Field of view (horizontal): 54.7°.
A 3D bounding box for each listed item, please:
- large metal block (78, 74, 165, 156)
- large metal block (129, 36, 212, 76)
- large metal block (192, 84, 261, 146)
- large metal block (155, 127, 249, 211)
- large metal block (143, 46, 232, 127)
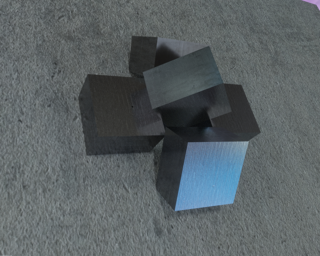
[{"bbox_3d":[-0.048,-0.015,0.373,0.081,0.050,0.080,-1,62,-29],"label":"large metal block"},{"bbox_3d":[0.011,-0.096,0.429,0.081,0.080,0.050,-1,106,-29],"label":"large metal block"},{"bbox_3d":[0.084,-0.017,0.444,0.081,0.050,0.080,0,62,-29],"label":"large metal block"},{"bbox_3d":[0.047,0.044,0.362,0.081,0.079,0.050,1,18,-27],"label":"large metal block"},{"bbox_3d":[0.036,-0.043,0.374,0.080,0.080,0.050,-20,66,11],"label":"large metal block"}]
